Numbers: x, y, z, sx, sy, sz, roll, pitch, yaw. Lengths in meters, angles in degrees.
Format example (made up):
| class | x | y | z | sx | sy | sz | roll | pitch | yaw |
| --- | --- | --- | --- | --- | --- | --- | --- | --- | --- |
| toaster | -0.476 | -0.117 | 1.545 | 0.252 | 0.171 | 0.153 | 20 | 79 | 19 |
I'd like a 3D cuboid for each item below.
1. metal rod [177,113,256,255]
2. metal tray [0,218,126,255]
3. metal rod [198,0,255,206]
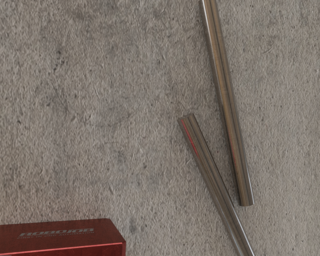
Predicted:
| class | x | y | z | sx | sy | sz | roll | pitch | yaw |
| --- | --- | --- | --- | --- | --- | --- | --- | --- | --- |
| metal rod | 0.096 | 0.119 | 0.446 | 0.025 | 0.025 | 0.299 | -28 | 99 | -18 |
| metal tray | -0.111 | 0.128 | 0.334 | 0.131 | 0.090 | 0.030 | 2 | 90 | -20 |
| metal rod | 0.097 | -0.034 | 0.446 | 0.025 | 0.025 | 0.298 | -14 | 95 | -20 |
